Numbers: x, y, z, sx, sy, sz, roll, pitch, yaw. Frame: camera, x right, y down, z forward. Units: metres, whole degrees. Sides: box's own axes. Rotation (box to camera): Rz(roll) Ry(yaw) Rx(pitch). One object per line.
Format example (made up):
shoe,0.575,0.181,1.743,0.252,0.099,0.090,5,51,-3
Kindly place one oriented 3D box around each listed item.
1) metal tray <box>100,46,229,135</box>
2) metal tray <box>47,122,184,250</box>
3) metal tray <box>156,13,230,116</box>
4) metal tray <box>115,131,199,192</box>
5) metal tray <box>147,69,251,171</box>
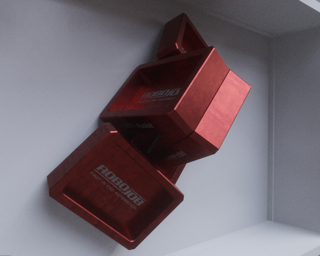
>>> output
metal tray,0.000,-0.037,0.336,0.030,0.130,0.090,48,62,-29
metal tray,-0.044,0.068,0.343,0.090,0.030,0.130,-45,120,-4
metal tray,0.052,-0.081,0.424,0.130,0.030,0.090,46,37,-30
metal tray,0.008,0.007,0.409,0.090,0.030,0.130,47,62,-30
metal tray,0.039,-0.003,0.355,0.030,0.130,0.090,37,65,-9
